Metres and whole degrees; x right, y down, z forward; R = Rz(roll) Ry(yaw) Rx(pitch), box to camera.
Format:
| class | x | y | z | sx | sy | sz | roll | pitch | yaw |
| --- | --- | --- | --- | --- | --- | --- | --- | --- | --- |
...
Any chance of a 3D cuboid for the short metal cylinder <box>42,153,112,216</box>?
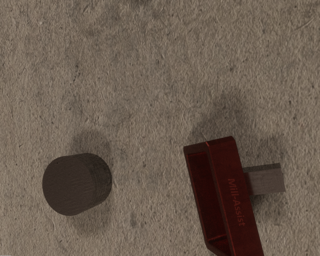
| class | x | y | z | sx | sy | sz | roll | pitch | yaw |
| --- | --- | --- | --- | --- | --- | --- | --- | --- | --- |
| short metal cylinder | -0.115 | 0.077 | 0.435 | 0.080 | 0.050 | 0.079 | 0 | 90 | 19 |

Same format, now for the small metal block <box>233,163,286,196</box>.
| class | x | y | z | sx | sy | sz | roll | pitch | yaw |
| --- | --- | --- | --- | --- | --- | --- | --- | --- | --- |
| small metal block | 0.114 | 0.059 | 0.355 | 0.050 | 0.050 | 0.025 | -11 | 87 | 19 |

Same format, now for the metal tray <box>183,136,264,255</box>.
| class | x | y | z | sx | sy | sz | roll | pitch | yaw |
| --- | --- | --- | --- | --- | --- | --- | --- | --- | --- |
| metal tray | 0.067 | 0.078 | 0.349 | 0.030 | 0.090 | 0.129 | -12 | 86 | -13 |
